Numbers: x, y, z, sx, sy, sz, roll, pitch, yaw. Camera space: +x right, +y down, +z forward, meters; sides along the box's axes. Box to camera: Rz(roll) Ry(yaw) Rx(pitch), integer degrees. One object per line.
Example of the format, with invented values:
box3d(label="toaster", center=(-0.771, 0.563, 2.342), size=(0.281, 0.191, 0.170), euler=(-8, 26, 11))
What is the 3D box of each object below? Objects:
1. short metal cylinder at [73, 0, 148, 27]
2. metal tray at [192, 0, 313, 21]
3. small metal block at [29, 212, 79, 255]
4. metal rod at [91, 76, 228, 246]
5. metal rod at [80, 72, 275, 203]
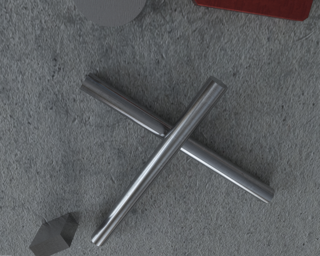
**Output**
box3d(label="short metal cylinder", center=(-0.052, -0.154, 0.339), size=(0.081, 0.050, 0.079), euler=(0, 110, -1))
box3d(label="metal tray", center=(0.108, -0.175, 0.344), size=(0.131, 0.030, 0.089), euler=(7, 110, -4))
box3d(label="small metal block", center=(-0.153, 0.157, 0.452), size=(0.050, 0.050, 0.025), euler=(-24, 109, 8))
box3d(label="metal rod", center=(-0.013, 0.059, 0.410), size=(0.025, 0.025, 0.298), euler=(31, 115, -11))
box3d(label="metal rod", center=(0.032, 0.019, 0.417), size=(0.301, 0.025, 0.025), euler=(32, 107, -12))
